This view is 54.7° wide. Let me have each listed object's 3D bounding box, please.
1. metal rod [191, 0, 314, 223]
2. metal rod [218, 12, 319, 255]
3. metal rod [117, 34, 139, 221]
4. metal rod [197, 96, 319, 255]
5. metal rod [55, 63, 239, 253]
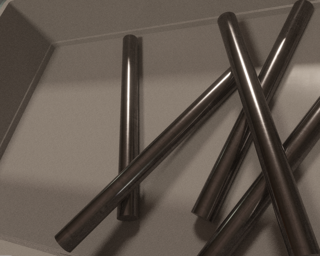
[{"bbox_3d":[0.115,-0.032,0.364,0.025,0.025,0.300,19,71,35],"label":"metal rod"},{"bbox_3d":[0.103,-0.021,0.330,0.025,0.025,0.299,-18,55,17],"label":"metal rod"},{"bbox_3d":[-0.044,-0.021,0.439,0.025,0.025,0.299,-15,55,19],"label":"metal rod"},{"bbox_3d":[0.138,0.023,0.318,0.025,0.025,0.300,34,80,38],"label":"metal rod"},{"bbox_3d":[0.001,0.024,0.366,0.301,0.025,0.025,-44,51,-12],"label":"metal rod"}]
